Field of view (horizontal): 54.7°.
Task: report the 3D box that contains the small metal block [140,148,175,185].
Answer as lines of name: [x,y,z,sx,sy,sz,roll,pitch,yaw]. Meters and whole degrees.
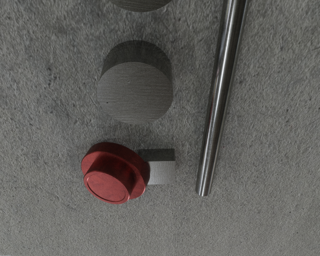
small metal block: [-0.003,0.057,0.456,0.050,0.025,0.050,-1,130,1]

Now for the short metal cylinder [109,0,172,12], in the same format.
short metal cylinder: [-0.017,-0.148,0.265,0.081,0.050,0.079,0,130,0]

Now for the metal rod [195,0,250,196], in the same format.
metal rod: [0.072,-0.015,0.394,0.025,0.025,0.298,1,130,-1]

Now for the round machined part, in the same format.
round machined part: [-0.067,0.070,0.437,0.098,0.042,0.097,11,132,13]

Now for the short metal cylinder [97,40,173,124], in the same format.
short metal cylinder: [-0.026,-0.051,0.347,0.081,0.050,0.079,0,130,0]
